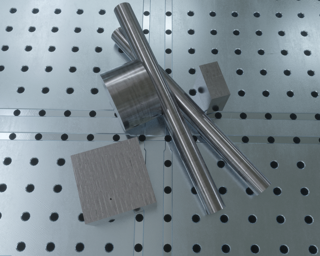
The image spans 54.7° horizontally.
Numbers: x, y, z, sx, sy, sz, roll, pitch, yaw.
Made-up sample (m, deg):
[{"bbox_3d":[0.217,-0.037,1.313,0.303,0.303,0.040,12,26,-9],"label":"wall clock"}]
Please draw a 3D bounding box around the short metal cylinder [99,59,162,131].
[{"bbox_3d":[-0.038,-0.042,0.397,0.050,0.080,0.080,-25,72,-9],"label":"short metal cylinder"}]

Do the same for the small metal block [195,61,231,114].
[{"bbox_3d":[0.070,-0.053,0.419,0.025,0.050,0.050,-15,71,-6],"label":"small metal block"}]

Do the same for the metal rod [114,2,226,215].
[{"bbox_3d":[0.008,-0.033,0.404,0.025,0.025,0.299,-23,79,-8],"label":"metal rod"}]

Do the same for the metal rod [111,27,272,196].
[{"bbox_3d":[0.033,-0.032,0.423,0.025,0.025,0.300,-38,75,-13],"label":"metal rod"}]

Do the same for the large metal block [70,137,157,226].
[{"bbox_3d":[-0.054,0.065,0.374,0.081,0.050,0.080,-16,71,-6],"label":"large metal block"}]
